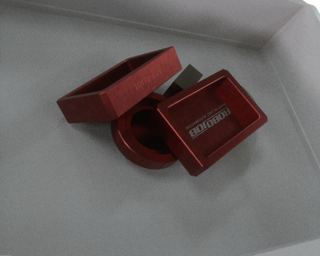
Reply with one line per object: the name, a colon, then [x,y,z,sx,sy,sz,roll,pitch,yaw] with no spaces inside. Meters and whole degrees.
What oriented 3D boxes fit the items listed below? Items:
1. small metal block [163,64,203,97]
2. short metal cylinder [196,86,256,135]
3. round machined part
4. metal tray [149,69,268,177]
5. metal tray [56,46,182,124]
small metal block: [0.029,-0.056,0.438,0.025,0.050,0.050,40,49,-2]
short metal cylinder: [0.096,-0.023,0.455,0.081,0.050,0.080,14,56,-21]
round machined part: [-0.014,0.006,0.384,0.099,0.042,0.098,14,56,-21]
metal tray: [0.063,-0.011,0.382,0.131,0.030,0.090,-31,78,-34]
metal tray: [-0.045,-0.052,0.369,0.131,0.090,0.030,-43,119,-40]
